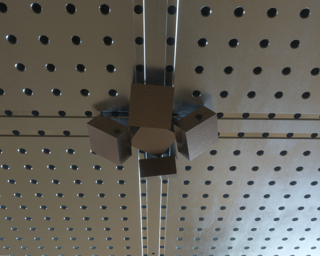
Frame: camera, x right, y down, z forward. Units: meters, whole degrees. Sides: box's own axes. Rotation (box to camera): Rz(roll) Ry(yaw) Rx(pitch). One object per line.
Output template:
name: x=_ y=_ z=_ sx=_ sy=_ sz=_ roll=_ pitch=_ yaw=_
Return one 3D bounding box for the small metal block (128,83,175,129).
small metal block: x=-0.011 y=-0.026 z=0.373 sx=0.050 sy=0.025 sz=0.050 roll=5 pitch=94 yaw=-4

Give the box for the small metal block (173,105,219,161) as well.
small metal block: x=0.048 y=0.007 z=0.402 sx=0.050 sy=0.025 sz=0.050 roll=-30 pitch=133 yaw=-21

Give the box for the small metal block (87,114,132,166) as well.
small metal block: x=-0.066 y=0.016 z=0.409 sx=0.050 sy=0.025 sz=0.050 roll=24 pitch=136 yaw=25

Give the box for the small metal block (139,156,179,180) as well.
small metal block: x=0.000 y=0.058 z=0.445 sx=0.050 sy=0.025 sz=0.050 roll=-7 pitch=166 yaw=5

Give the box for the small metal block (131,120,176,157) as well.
small metal block: x=-0.009 y=0.008 z=0.417 sx=0.050 sy=0.025 sz=0.050 roll=25 pitch=126 yaw=-20
